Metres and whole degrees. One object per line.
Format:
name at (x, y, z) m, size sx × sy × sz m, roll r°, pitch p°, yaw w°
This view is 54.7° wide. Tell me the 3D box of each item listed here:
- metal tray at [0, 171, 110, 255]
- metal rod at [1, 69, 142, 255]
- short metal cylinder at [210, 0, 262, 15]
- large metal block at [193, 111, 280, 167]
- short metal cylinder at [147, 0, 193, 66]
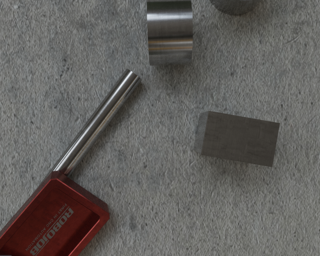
metal tray at (-0.139, 0.130, 0.391) m, size 0.090 × 0.030 × 0.130 m, roll 41°, pitch 89°, yaw -19°
metal rod at (-0.124, 0.049, 0.408) m, size 0.025 × 0.025 × 0.299 m, roll 37°, pitch 90°, yaw 0°
short metal cylinder at (0.103, -0.193, 0.398) m, size 0.081 × 0.050 × 0.080 m, roll 0°, pitch 90°, yaw 0°
large metal block at (0.089, 0.012, 0.383) m, size 0.080 × 0.080 × 0.050 m, roll 10°, pitch 90°, yaw 0°
short metal cylinder at (0.011, -0.118, 0.383) m, size 0.050 × 0.080 × 0.080 m, roll -2°, pitch 90°, yaw 0°
